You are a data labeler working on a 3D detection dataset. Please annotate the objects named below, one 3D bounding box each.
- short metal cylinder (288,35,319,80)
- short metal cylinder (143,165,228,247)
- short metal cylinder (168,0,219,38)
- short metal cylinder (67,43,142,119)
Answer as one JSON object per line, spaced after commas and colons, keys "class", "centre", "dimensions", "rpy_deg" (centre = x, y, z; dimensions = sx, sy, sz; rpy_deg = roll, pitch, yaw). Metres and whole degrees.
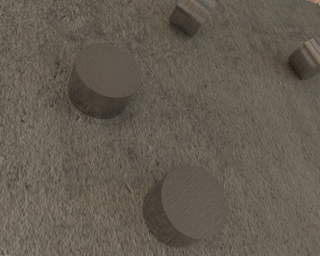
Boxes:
{"class": "short metal cylinder", "centre": [0.307, -0.140, 0.618], "dimensions": [0.081, 0.080, 0.050], "rpy_deg": [-17, 71, -35]}
{"class": "short metal cylinder", "centre": [0.028, 0.088, 0.349], "dimensions": [0.081, 0.050, 0.080], "rpy_deg": [14, 56, -21]}
{"class": "short metal cylinder", "centre": [0.058, -0.201, 0.522], "dimensions": [0.050, 0.080, 0.080], "rpy_deg": [34, 51, -6]}
{"class": "short metal cylinder", "centre": [-0.070, -0.058, 0.385], "dimensions": [0.081, 0.050, 0.080], "rpy_deg": [14, 56, -21]}
